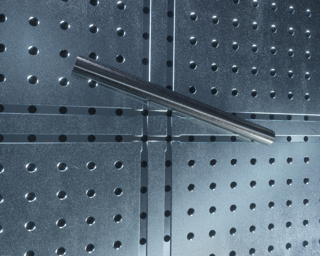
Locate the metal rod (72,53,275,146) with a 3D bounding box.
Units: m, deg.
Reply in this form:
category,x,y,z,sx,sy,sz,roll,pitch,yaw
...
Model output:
category,x,y,z,sx,sy,sz,roll,pitch,yaw
metal rod,0.032,-0.032,0.423,0.302,0.025,0.025,19,84,-19
